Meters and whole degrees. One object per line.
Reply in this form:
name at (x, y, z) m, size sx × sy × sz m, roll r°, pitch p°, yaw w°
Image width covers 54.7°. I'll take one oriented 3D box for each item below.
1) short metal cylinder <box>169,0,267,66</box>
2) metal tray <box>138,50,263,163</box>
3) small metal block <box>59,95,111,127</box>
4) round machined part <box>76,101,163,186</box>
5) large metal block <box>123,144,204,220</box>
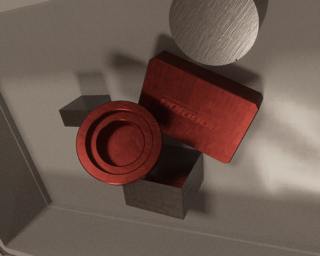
short metal cylinder at (0.055, -0.106, 0.290) m, size 0.080 × 0.050 × 0.079 m, roll 15°, pitch 133°, yaw 17°
metal tray at (0.041, -0.024, 0.368) m, size 0.130 × 0.030 × 0.089 m, roll 26°, pitch 128°, yaw 11°
small metal block at (-0.101, -0.024, 0.429) m, size 0.050 × 0.050 × 0.025 m, roll 2°, pitch 119°, yaw 27°
round machined part at (-0.046, 0.020, 0.371) m, size 0.098 × 0.098 × 0.042 m, roll 30°, pitch 168°, yaw 9°
large metal block at (0.006, 0.066, 0.409) m, size 0.080 × 0.080 × 0.050 m, roll 8°, pitch 122°, yaw 23°
